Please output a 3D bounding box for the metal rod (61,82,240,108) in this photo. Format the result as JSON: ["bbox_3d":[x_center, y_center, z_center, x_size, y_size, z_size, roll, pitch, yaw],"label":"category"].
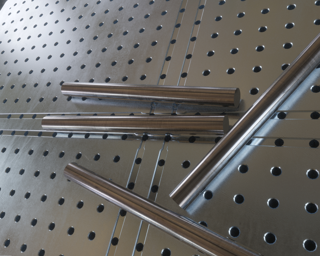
[{"bbox_3d":[-0.033,-0.052,0.458,0.300,0.025,0.025,7,65,31],"label":"metal rod"}]

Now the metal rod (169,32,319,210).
[{"bbox_3d":[0.122,-0.025,0.359,0.300,0.025,0.025,-46,51,-5],"label":"metal rod"}]

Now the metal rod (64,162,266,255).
[{"bbox_3d":[-0.008,0.097,0.353,0.300,0.025,0.025,17,71,35],"label":"metal rod"}]

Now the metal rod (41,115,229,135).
[{"bbox_3d":[-0.053,-0.006,0.440,0.300,0.025,0.025,1,62,28],"label":"metal rod"}]
